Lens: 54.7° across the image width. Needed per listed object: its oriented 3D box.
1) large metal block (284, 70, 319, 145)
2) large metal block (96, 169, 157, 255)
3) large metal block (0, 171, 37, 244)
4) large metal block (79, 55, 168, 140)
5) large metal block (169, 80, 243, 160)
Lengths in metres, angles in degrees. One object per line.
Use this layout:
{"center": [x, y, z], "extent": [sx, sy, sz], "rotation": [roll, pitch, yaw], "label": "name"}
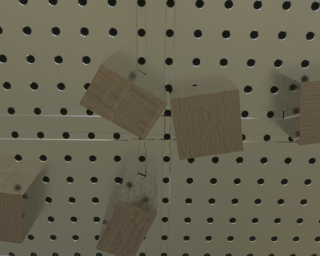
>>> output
{"center": [0.207, -0.029, 0.392], "extent": [0.080, 0.050, 0.079], "rotation": [-7, 110, 2], "label": "large metal block"}
{"center": [-0.043, 0.117, 0.427], "extent": [0.050, 0.080, 0.079], "rotation": [23, 108, -9], "label": "large metal block"}
{"center": [-0.225, 0.109, 0.437], "extent": [0.081, 0.050, 0.079], "rotation": [9, 110, -4], "label": "large metal block"}
{"center": [-0.039, -0.040, 0.369], "extent": [0.080, 0.080, 0.050], "rotation": [30, 107, -11], "label": "large metal block"}
{"center": [0.058, -0.011, 0.397], "extent": [0.080, 0.050, 0.079], "rotation": [-9, 110, 2], "label": "large metal block"}
